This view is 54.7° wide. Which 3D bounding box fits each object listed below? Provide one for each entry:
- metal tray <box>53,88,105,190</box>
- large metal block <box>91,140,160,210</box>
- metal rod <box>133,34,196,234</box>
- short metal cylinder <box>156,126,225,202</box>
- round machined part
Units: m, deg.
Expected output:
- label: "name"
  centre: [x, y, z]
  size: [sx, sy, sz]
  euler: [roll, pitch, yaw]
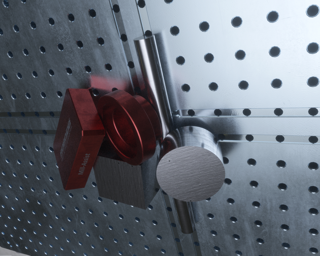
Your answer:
- label: "metal tray"
  centre: [-0.123, 0.018, 0.452]
  size: [0.090, 0.030, 0.129]
  euler: [61, 139, 35]
- label: "large metal block"
  centre: [-0.049, 0.065, 0.461]
  size: [0.080, 0.050, 0.079]
  euler: [10, 123, 23]
- label: "metal rod"
  centre: [0.013, 0.026, 0.421]
  size: [0.025, 0.025, 0.298]
  euler: [1, 119, 28]
- label: "short metal cylinder"
  centre: [0.038, 0.044, 0.385]
  size: [0.080, 0.050, 0.079]
  euler: [2, 117, 4]
- label: "round machined part"
  centre: [-0.036, -0.004, 0.400]
  size: [0.098, 0.042, 0.097]
  euler: [36, 142, 36]
